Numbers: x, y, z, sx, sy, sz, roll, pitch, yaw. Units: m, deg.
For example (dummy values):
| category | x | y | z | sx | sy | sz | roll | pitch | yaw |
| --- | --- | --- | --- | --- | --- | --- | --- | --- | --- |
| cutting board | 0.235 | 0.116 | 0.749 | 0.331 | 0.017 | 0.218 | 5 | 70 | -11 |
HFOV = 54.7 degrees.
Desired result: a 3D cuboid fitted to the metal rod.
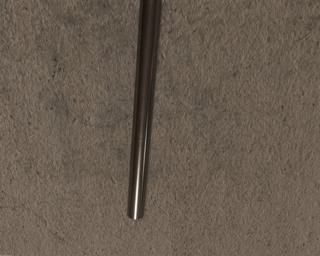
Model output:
| category | x | y | z | sx | sy | sz | roll | pitch | yaw |
| --- | --- | --- | --- | --- | --- | --- | --- | --- | --- |
| metal rod | -0.023 | -0.013 | 0.404 | 0.025 | 0.025 | 0.298 | 5 | 110 | -2 |
